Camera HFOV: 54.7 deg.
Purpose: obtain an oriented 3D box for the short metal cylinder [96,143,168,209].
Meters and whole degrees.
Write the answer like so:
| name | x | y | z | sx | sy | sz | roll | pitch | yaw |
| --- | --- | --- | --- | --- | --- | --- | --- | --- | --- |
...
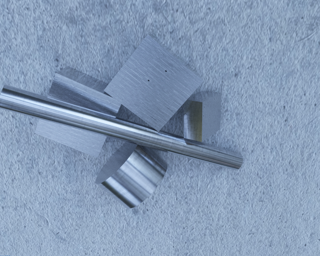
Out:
| name | x | y | z | sx | sy | sz | roll | pitch | yaw |
| --- | --- | --- | --- | --- | --- | --- | --- | --- | --- |
| short metal cylinder | -0.037 | 0.056 | 0.401 | 0.080 | 0.080 | 0.050 | -42 | 105 | 14 |

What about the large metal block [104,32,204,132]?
| name | x | y | z | sx | sy | sz | roll | pitch | yaw |
| --- | --- | --- | --- | --- | --- | --- | --- | --- | --- |
| large metal block | -0.007 | -0.057 | 0.374 | 0.080 | 0.050 | 0.080 | 38 | 106 | -13 |

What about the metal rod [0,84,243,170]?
| name | x | y | z | sx | sy | sz | roll | pitch | yaw |
| --- | --- | --- | --- | --- | --- | --- | --- | --- | --- |
| metal rod | -0.026 | 0.007 | 0.370 | 0.302 | 0.025 | 0.025 | 16 | 110 | -24 |

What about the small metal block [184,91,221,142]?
| name | x | y | z | sx | sy | sz | roll | pitch | yaw |
| --- | --- | --- | --- | --- | --- | --- | --- | --- | --- |
| small metal block | 0.054 | -0.016 | 0.390 | 0.025 | 0.050 | 0.050 | 12 | 115 | 34 |

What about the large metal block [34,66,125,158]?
| name | x | y | z | sx | sy | sz | roll | pitch | yaw |
| --- | --- | --- | --- | --- | --- | --- | --- | --- | --- |
| large metal block | -0.097 | -0.021 | 0.389 | 0.080 | 0.050 | 0.080 | 24 | 108 | -9 |
